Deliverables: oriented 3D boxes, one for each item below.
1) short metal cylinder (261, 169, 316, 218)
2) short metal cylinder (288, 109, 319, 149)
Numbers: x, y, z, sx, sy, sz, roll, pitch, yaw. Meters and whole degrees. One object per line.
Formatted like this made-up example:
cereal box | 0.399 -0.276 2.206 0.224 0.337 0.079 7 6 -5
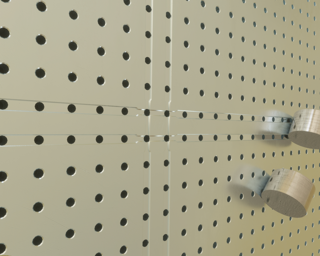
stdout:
short metal cylinder | 0.236 0.120 0.571 0.050 0.080 0.080 -52 121 -27
short metal cylinder | 0.310 0.003 0.632 0.080 0.080 0.050 36 68 -34
